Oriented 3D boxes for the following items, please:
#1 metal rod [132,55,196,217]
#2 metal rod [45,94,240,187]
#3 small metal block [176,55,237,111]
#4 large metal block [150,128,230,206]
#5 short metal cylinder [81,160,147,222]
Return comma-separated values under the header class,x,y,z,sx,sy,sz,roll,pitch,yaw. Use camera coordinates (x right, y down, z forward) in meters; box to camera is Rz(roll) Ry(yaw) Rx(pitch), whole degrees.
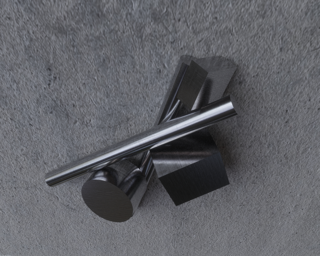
class,x,y,z,sx,sy,sz,roll,pitch,yaw
metal rod,-0.010,0.034,0.436,0.025,0.025,0.298,13,129,-11
metal rod,-0.041,0.026,0.408,0.300,0.025,0.025,-23,127,26
small metal block,0.052,-0.051,0.349,0.050,0.025,0.050,-18,143,-40
large metal block,0.041,0.052,0.418,0.080,0.050,0.080,-23,137,3
short metal cylinder,-0.066,0.090,0.452,0.080,0.050,0.079,11,125,17
